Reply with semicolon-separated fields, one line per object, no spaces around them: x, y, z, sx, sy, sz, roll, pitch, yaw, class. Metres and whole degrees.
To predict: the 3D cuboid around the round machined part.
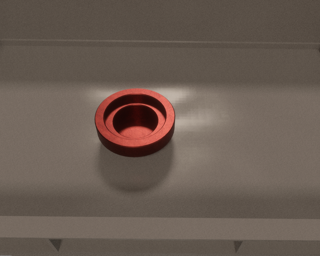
-0.031;-0.002;0.396;0.099;0.042;0.098;0;50;0;round machined part
